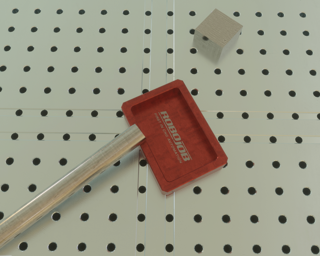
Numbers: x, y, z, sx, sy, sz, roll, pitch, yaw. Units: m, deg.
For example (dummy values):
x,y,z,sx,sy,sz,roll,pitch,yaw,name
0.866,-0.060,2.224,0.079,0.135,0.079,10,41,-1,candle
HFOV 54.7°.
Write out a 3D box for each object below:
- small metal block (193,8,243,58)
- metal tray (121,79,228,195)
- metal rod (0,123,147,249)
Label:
x,y,z,sx,sy,sz,roll,pitch,yaw,name
0.087,-0.143,0.464,0.050,0.025,0.050,39,74,13,small metal block
0.017,0.010,0.405,0.091,0.030,0.130,-25,72,-9,metal tray
-0.143,0.094,0.359,0.301,0.025,0.025,-37,74,-6,metal rod
